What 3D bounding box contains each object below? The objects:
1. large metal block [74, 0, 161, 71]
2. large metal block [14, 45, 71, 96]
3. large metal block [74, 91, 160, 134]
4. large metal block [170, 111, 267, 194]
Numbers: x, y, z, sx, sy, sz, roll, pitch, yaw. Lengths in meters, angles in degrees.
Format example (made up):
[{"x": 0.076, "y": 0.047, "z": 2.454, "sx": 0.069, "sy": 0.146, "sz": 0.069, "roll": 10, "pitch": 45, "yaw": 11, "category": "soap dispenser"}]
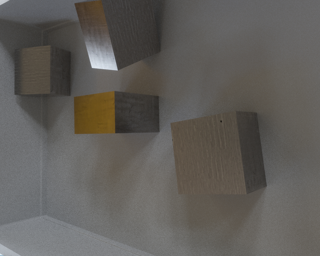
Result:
[{"x": -0.050, "y": -0.126, "z": 0.395, "sx": 0.050, "sy": 0.081, "sz": 0.079, "roll": 14, "pitch": 125, "yaw": 39, "category": "large metal block"}, {"x": -0.208, "y": -0.098, "z": 0.549, "sx": 0.080, "sy": 0.050, "sz": 0.080, "roll": 1, "pitch": 91, "yaw": 23, "category": "large metal block"}, {"x": -0.058, "y": -0.018, "z": 0.419, "sx": 0.080, "sy": 0.081, "sz": 0.050, "roll": -2, "pitch": 89, "yaw": 40, "category": "large metal block"}, {"x": 0.063, "y": 0.028, "z": 0.339, "sx": 0.080, "sy": 0.050, "sz": 0.080, "roll": -10, "pitch": 84, "yaw": 39, "category": "large metal block"}]
